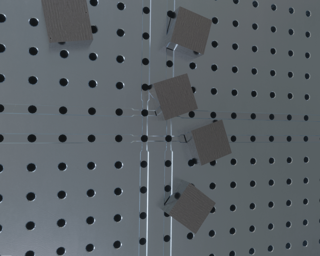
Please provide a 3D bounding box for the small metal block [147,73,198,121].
[{"bbox_3d":[0.017,-0.041,0.419,0.050,0.025,0.050,-20,97,-19],"label":"small metal block"}]

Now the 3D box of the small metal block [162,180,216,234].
[{"bbox_3d":[0.040,0.108,0.427,0.050,0.025,0.050,40,77,-16],"label":"small metal block"}]

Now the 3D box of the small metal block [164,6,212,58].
[{"bbox_3d":[0.039,-0.130,0.426,0.050,0.025,0.050,16,85,-19],"label":"small metal block"}]

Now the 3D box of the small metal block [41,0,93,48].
[{"bbox_3d":[-0.111,-0.126,0.371,0.050,0.025,0.050,-11,94,-20],"label":"small metal block"}]

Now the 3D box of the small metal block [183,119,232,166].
[{"bbox_3d":[0.067,0.019,0.437,0.050,0.025,0.050,-20,97,-19],"label":"small metal block"}]
